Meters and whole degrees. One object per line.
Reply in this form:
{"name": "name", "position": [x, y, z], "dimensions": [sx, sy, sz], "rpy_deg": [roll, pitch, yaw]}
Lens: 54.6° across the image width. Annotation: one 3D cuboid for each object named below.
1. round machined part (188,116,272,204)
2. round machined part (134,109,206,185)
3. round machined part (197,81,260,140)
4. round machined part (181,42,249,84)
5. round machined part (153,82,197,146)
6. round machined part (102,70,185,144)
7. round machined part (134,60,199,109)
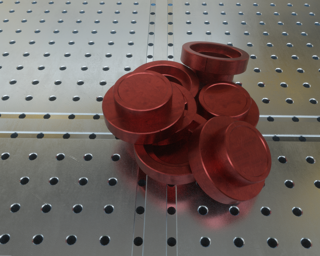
{"name": "round machined part", "position": [0.083, 0.031, 0.339], "dimensions": [0.099, 0.042, 0.098], "rpy_deg": [15, 61, -28]}
{"name": "round machined part", "position": [0.019, 0.026, 0.375], "dimensions": [0.099, 0.042, 0.098], "rpy_deg": [0, 50, 0]}
{"name": "round machined part", "position": [0.085, -0.026, 0.419], "dimensions": [0.099, 0.042, 0.098], "rpy_deg": [0, 50, 0]}
{"name": "round machined part", "position": [0.079, -0.095, 0.463], "dimensions": [0.099, 0.042, 0.098], "rpy_deg": [6, 29, -3]}
{"name": "round machined part", "position": [-0.002, -0.015, 0.409], "dimensions": [0.099, 0.042, 0.098], "rpy_deg": [0, 50, 0]}
{"name": "round machined part", "position": [-0.020, -0.031, 0.368], "dimensions": [0.099, 0.042, 0.098], "rpy_deg": [0, 50, 0]}
{"name": "round machined part", "position": [0.004, -0.049, 0.438], "dimensions": [0.099, 0.042, 0.098], "rpy_deg": [0, 50, 0]}
